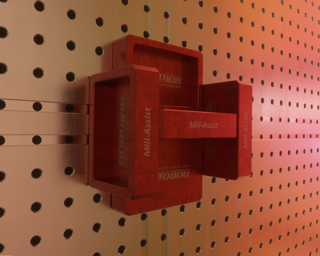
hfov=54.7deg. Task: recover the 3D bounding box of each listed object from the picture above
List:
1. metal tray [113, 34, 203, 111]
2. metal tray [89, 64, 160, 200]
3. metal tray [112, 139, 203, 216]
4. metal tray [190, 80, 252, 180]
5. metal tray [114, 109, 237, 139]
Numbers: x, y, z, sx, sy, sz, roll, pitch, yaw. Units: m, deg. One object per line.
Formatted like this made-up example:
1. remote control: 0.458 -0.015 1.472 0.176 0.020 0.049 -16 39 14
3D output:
1. metal tray: 0.002 -0.064 0.409 0.131 0.030 0.089 1 90 -40
2. metal tray: -0.041 0.004 0.333 0.030 0.090 0.129 1 89 -40
3. metal tray: 0.001 0.057 0.407 0.131 0.030 0.089 1 90 -40
4. metal tray: 0.083 0.003 0.438 0.030 0.090 0.129 1 89 -40
5. metal tray: 0.021 -0.004 0.384 0.131 0.090 0.030 1 90 -40
